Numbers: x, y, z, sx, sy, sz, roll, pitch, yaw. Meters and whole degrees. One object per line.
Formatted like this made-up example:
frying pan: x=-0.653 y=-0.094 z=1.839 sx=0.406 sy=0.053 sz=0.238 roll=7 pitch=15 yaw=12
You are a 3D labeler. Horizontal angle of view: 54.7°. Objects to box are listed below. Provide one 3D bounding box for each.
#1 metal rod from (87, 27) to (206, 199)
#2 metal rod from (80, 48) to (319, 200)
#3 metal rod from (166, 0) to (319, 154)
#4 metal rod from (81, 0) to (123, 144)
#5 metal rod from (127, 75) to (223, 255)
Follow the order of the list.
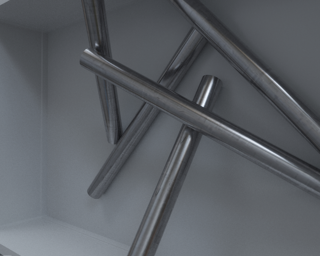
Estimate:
metal rod: x=-0.027 y=-0.007 z=0.428 sx=0.025 sy=0.025 sz=0.298 roll=50 pitch=119 yaw=28
metal rod: x=0.039 y=-0.010 z=0.318 sx=0.300 sy=0.025 sz=0.025 roll=30 pitch=110 yaw=17
metal rod: x=0.091 y=-0.063 z=0.314 sx=0.300 sy=0.025 sz=0.025 roll=52 pitch=120 yaw=21
metal rod: x=-0.073 y=-0.102 z=0.375 sx=0.025 sy=0.025 sz=0.298 roll=30 pitch=138 yaw=36
metal rod: x=0.003 y=0.077 z=0.318 sx=0.025 sy=0.025 sz=0.300 roll=10 pitch=69 yaw=39
